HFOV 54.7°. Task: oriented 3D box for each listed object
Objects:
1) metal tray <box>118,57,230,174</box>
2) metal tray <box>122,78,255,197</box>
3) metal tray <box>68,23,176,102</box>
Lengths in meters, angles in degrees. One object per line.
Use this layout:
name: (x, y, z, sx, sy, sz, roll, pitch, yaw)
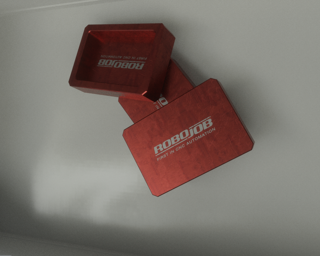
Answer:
metal tray: (0.018, -0.016, 0.401, 0.090, 0.030, 0.130, -39, 78, 15)
metal tray: (0.031, 0.013, 0.364, 0.130, 0.030, 0.090, -30, 81, 17)
metal tray: (-0.052, -0.087, 0.402, 0.130, 0.030, 0.090, 11, 82, 31)
